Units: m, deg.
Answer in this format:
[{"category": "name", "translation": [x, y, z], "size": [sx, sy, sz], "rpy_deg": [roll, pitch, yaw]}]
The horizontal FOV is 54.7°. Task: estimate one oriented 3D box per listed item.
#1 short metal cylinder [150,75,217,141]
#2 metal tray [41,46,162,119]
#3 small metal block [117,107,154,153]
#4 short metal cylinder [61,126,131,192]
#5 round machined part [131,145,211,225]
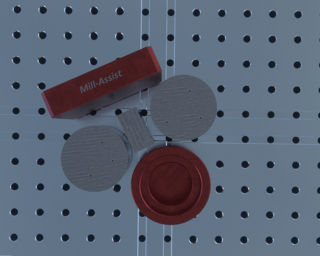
[{"category": "short metal cylinder", "translation": [0.028, -0.025, 0.397], "size": [0.081, 0.050, 0.079], "rpy_deg": [0, 90, 0]}, {"category": "metal tray", "translation": [-0.063, -0.050, 0.376], "size": [0.131, 0.090, 0.030], "rpy_deg": [-23, 90, 0]}, {"category": "small metal block", "translation": [-0.030, 0.002, 0.396], "size": [0.025, 0.050, 0.050], "rpy_deg": [-25, 90, 0]}, {"category": "short metal cylinder", "translation": [-0.079, 0.037, 0.396], "size": [0.081, 0.050, 0.079], "rpy_deg": [0, 90, 0]}, {"category": "round machined part", "translation": [0.014, 0.071, 0.401], "size": [0.099, 0.042, 0.097], "rpy_deg": [0, 90, 0]}]
